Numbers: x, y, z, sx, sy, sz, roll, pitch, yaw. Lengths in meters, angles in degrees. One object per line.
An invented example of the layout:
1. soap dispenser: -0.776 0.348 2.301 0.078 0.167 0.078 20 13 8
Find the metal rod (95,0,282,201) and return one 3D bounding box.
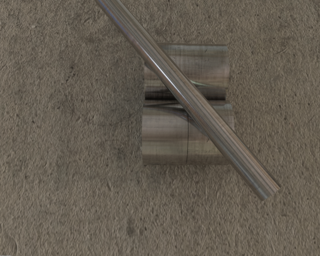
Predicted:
1. metal rod: 0.020 -0.049 0.342 0.025 0.025 0.300 -35 74 -12

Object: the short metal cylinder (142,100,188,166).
1. short metal cylinder: 0.006 0.005 0.378 0.050 0.080 0.080 1 70 0

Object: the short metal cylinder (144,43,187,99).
1. short metal cylinder: 0.007 -0.070 0.406 0.050 0.080 0.080 1 70 0

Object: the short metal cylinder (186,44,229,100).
1. short metal cylinder: 0.057 -0.069 0.406 0.050 0.080 0.080 1 70 0

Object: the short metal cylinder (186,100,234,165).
1. short metal cylinder: 0.057 0.005 0.379 0.050 0.080 0.080 1 70 0
